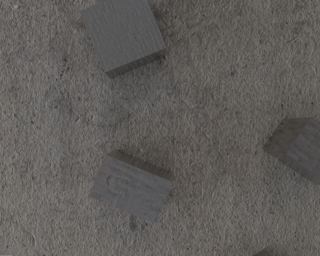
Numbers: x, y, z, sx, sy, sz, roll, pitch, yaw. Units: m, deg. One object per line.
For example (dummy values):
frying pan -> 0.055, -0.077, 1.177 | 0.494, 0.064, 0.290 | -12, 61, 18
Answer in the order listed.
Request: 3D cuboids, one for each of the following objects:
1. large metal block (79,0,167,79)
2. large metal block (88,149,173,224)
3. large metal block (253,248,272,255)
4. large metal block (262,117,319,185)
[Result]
large metal block -> -0.045, -0.118, 0.397 | 0.080, 0.050, 0.080 | -22, 90, 0
large metal block -> -0.032, 0.067, 0.382 | 0.080, 0.080, 0.050 | 22, 90, 0
large metal block -> 0.130, 0.219, 0.399 | 0.080, 0.050, 0.080 | -31, 90, 0
large metal block -> 0.187, 0.031, 0.384 | 0.080, 0.080, 0.050 | 35, 90, 0
